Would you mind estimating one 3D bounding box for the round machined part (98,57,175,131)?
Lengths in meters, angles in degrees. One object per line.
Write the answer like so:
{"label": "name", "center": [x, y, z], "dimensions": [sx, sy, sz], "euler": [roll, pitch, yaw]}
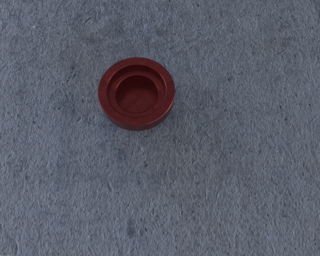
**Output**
{"label": "round machined part", "center": [-0.030, -0.042, 0.414], "dimensions": [0.099, 0.042, 0.098], "euler": [0, 70, 0]}
